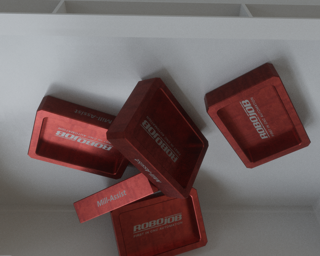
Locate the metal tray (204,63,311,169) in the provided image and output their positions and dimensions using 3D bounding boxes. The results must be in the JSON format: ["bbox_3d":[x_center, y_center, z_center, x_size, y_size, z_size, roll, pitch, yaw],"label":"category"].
[{"bbox_3d":[0.127,-0.009,0.399,0.090,0.030,0.130,-27,126,20],"label":"metal tray"}]

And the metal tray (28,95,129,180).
[{"bbox_3d":[-0.101,0.017,0.418,0.131,0.030,0.089,17,128,-15],"label":"metal tray"}]

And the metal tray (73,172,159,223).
[{"bbox_3d":[-0.046,0.092,0.448,0.130,0.030,0.090,-27,170,20],"label":"metal tray"}]

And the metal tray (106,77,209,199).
[{"bbox_3d":[0.004,0.015,0.377,0.030,0.090,0.130,-5,137,42],"label":"metal tray"}]

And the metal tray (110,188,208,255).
[{"bbox_3d":[-0.002,0.145,0.462,0.131,0.030,0.089,-12,89,-15],"label":"metal tray"}]
